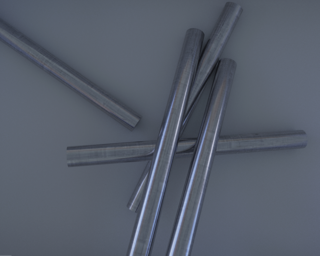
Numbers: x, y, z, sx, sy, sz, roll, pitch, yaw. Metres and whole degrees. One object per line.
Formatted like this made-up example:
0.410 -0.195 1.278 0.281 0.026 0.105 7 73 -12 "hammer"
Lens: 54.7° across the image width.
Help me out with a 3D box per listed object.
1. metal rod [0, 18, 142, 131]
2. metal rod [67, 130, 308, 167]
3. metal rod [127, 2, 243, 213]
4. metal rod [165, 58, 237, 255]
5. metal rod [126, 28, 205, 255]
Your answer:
-0.154 -0.091 0.409 0.301 0.025 0.025 35 90 0 "metal rod"
0.040 0.024 0.390 0.302 0.025 0.025 -4 90 -9 "metal rod"
0.033 -0.026 0.411 0.025 0.025 0.299 26 90 0 "metal rod"
0.047 0.045 0.354 0.025 0.025 0.300 19 67 0 "metal rod"
0.010 0.011 0.363 0.025 0.025 0.299 15 70 0 "metal rod"
